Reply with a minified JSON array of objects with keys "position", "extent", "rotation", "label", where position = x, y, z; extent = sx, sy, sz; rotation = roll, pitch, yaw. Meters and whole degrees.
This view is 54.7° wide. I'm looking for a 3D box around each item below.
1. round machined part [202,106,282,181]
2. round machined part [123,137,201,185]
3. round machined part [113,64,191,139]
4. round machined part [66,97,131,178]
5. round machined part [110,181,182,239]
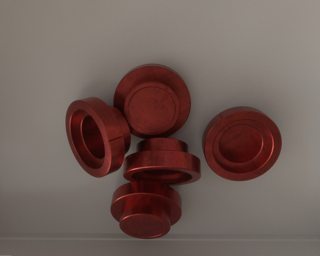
[{"position":[0.105,0.017,0.410],"extent":[0.099,0.042,0.097],"rotation":[0,110,-1],"label":"round machined part"},{"position":[0.003,0.043,0.400],"extent":[0.099,0.098,0.042],"rotation":[1,67,-1],"label":"round machined part"},{"position":[-0.010,-0.029,0.391],"extent":[0.099,0.042,0.097],"rotation":[0,110,-1],"label":"round machined part"},{"position":[-0.073,0.009,0.386],"extent":[0.042,0.098,0.097],"rotation":[-20,117,-41],"label":"round machined part"},{"position":[-0.019,0.118,0.427],"extent":[0.099,0.042,0.097],"rotation":[1,134,2],"label":"round machined part"}]
